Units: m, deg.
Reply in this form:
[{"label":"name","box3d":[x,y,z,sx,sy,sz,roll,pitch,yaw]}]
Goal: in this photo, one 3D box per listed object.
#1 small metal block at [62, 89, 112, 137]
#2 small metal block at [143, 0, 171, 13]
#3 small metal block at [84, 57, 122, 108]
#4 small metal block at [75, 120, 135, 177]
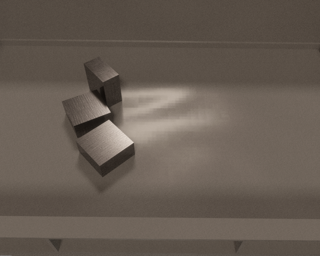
[{"label":"small metal block","box3d":[-0.099,-0.020,0.421,0.050,0.025,0.050,-23,54,-18]},{"label":"small metal block","box3d":[-0.005,-0.260,0.610,0.050,0.050,0.025,13,51,10]},{"label":"small metal block","box3d":[-0.081,-0.065,0.442,0.025,0.050,0.050,-32,57,-24]},{"label":"small metal block","box3d":[-0.067,0.024,0.384,0.050,0.025,0.050,-35,59,-26]}]
